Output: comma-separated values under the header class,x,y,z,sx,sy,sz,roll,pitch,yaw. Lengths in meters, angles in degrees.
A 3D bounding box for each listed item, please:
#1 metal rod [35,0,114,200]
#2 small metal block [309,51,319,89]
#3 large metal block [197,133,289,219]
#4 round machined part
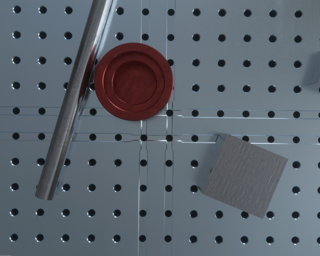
class,x,y,z,sx,sy,sz,roll,pitch,yaw
metal rod,-0.111,-0.051,0.412,0.025,0.025,0.298,17,90,0
small metal block,0.237,-0.075,0.415,0.050,0.025,0.050,17,90,0
large metal block,0.104,0.059,0.402,0.080,0.050,0.080,23,90,0
round machined part,-0.033,-0.058,0.404,0.099,0.042,0.097,0,90,0
